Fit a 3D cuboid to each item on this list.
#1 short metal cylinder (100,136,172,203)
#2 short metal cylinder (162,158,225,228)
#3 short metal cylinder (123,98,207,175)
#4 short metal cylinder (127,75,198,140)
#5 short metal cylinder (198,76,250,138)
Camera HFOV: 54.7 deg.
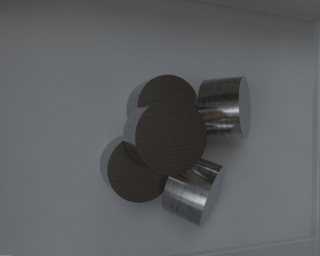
[{"bbox_3d":[-0.030,0.048,0.386,0.081,0.050,0.079,0,90,-21],"label":"short metal cylinder"},{"bbox_3d":[0.043,0.077,0.390,0.050,0.080,0.080,19,82,22],"label":"short metal cylinder"},{"bbox_3d":[0.005,0.009,0.344,0.081,0.050,0.079,0,90,-21],"label":"short metal cylinder"},{"bbox_3d":[0.003,-0.025,0.397,0.081,0.050,0.079,0,90,-21],"label":"short metal cylinder"},{"bbox_3d":[0.086,-0.026,0.407,0.080,0.050,0.079,-2,90,-64],"label":"short metal cylinder"}]
